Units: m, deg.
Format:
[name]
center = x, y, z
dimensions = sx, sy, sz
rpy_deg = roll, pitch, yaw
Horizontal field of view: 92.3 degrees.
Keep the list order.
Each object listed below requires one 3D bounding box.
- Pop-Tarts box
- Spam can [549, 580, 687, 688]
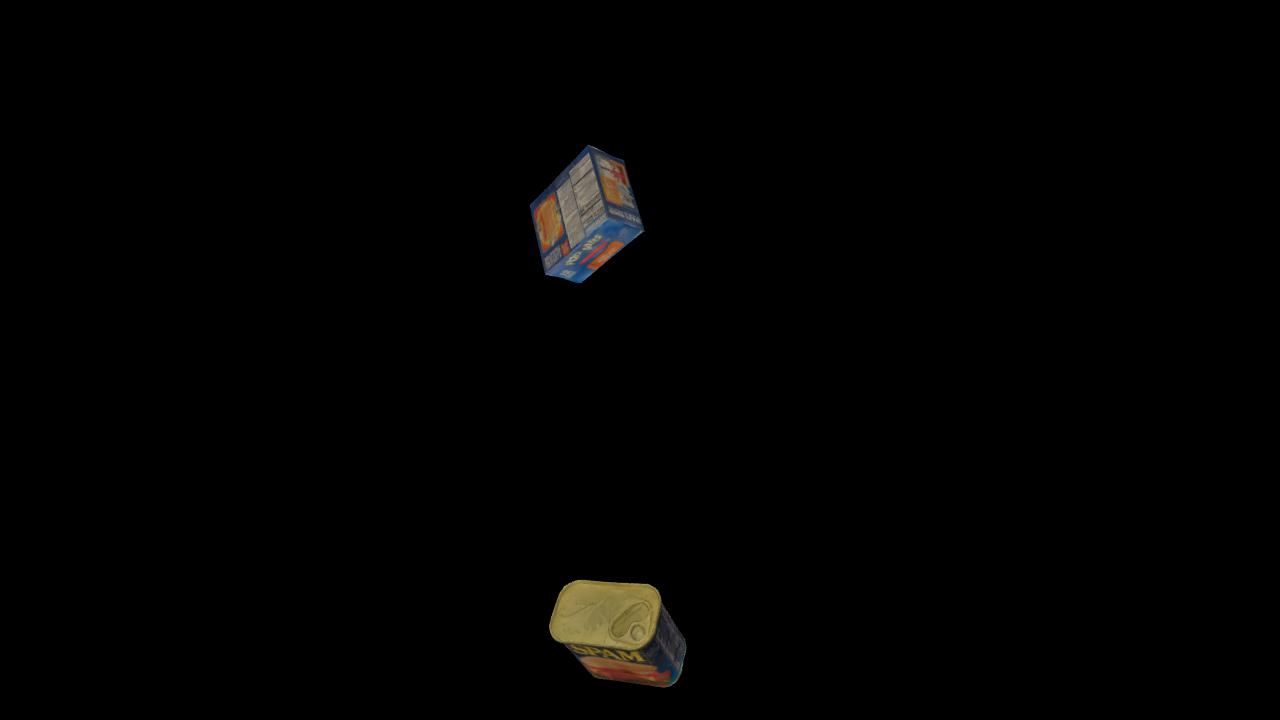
[Pop-Tarts box]
center = -0.090, -0.231, 0.998
dimensions = 0.083, 0.141, 0.167
rpy_deg = 6, -29, -44
[Spam can]
center = -0.017, 0.247, 0.554
dimensions = 0.101, 0.085, 0.058
rpy_deg = -5, 42, 24
